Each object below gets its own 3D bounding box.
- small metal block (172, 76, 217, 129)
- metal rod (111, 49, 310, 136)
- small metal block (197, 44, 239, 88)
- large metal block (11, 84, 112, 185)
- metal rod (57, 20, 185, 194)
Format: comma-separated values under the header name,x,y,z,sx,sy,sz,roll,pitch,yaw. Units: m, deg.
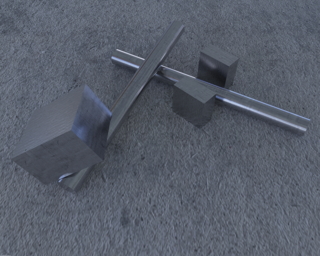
name,x,y,z,sx,sy,sz,roll,pitch,yaw
small metal block,0.045,-0.034,0.416,0.050,0.050,0.025,36,59,26
metal rod,0.061,-0.057,0.452,0.301,0.025,0.025,24,54,18
small metal block,0.085,-0.089,0.463,0.050,0.050,0.025,35,58,25
large metal block,-0.107,0.007,0.351,0.080,0.050,0.080,-24,37,19
metal rod,-0.038,-0.046,0.419,0.025,0.025,0.300,21,60,16
